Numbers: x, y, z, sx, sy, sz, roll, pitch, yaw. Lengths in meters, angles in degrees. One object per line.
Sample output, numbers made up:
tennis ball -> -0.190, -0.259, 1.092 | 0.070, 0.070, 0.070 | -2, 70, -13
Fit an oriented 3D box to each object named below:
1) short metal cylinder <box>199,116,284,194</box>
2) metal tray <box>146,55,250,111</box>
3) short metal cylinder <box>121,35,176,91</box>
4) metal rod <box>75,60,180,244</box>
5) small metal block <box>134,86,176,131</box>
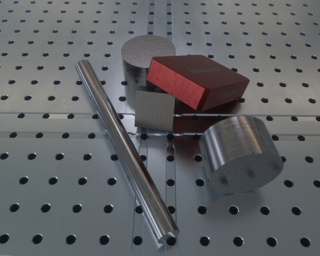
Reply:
short metal cylinder -> 0.088, 0.032, 0.346 | 0.081, 0.080, 0.050 | -6, 51, -5
metal tray -> 0.056, -0.067, 0.424 | 0.090, 0.030, 0.131 | 35, 31, 25
short metal cylinder -> -0.017, -0.098, 0.473 | 0.081, 0.050, 0.080 | 0, 50, 0
metal rod -> -0.056, 0.007, 0.401 | 0.025, 0.025, 0.300 | -20, 53, -16
small metal block -> -0.005, -0.026, 0.409 | 0.050, 0.050, 0.025 | 7, 22, 5
